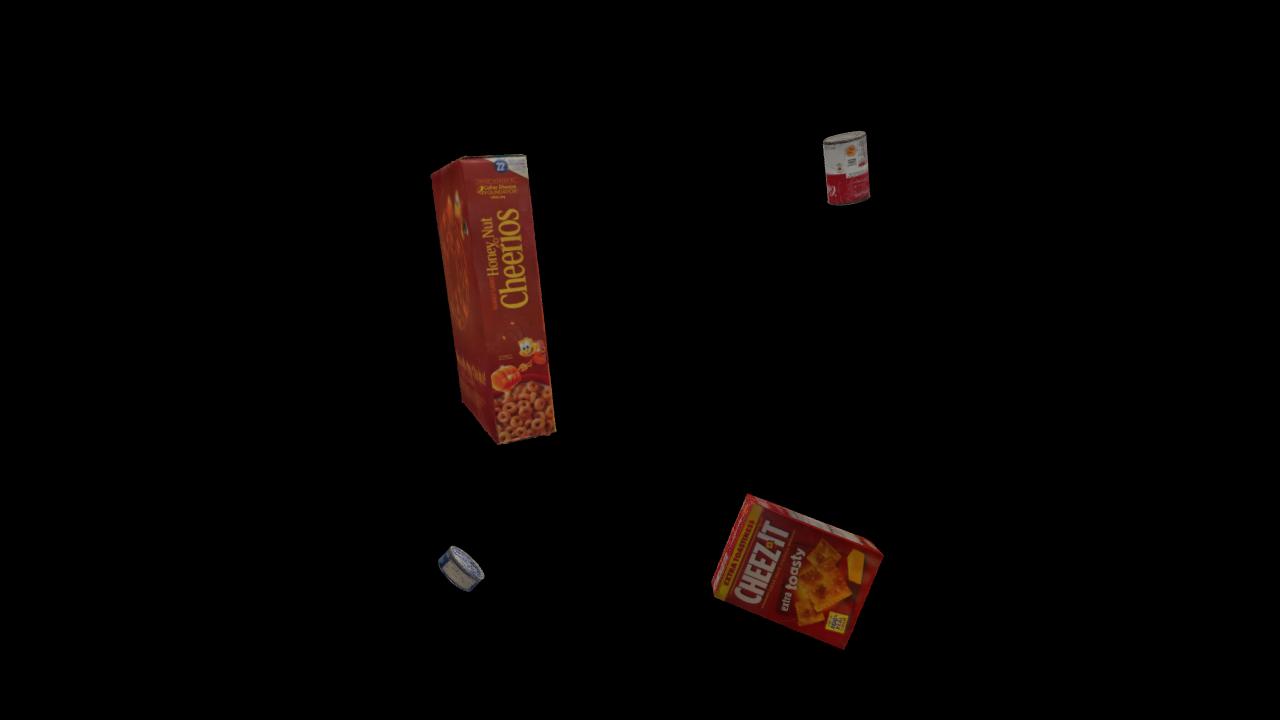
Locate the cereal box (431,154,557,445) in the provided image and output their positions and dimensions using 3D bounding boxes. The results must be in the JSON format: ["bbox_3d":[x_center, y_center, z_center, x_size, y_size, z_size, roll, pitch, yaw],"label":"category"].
[{"bbox_3d":[-0.177,-0.076,0.728,0.081,0.306,0.203,-10,14,-25],"label":"cereal box"}]

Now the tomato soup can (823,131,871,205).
[{"bbox_3d":[0.331,-0.306,0.984,0.068,0.101,0.068,-11,26,5],"label":"tomato soup can"}]

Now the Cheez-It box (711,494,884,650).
[{"bbox_3d":[0.246,0.332,0.978,0.223,0.166,0.071,22,3,2],"label":"Cheez-It box"}]

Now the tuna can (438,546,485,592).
[{"bbox_3d":[-0.324,0.378,1.113,0.084,0.034,0.084,43,-8,8],"label":"tuna can"}]
